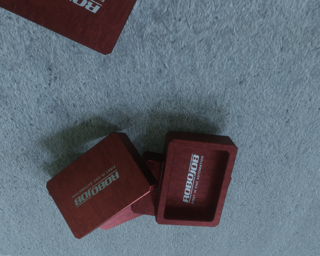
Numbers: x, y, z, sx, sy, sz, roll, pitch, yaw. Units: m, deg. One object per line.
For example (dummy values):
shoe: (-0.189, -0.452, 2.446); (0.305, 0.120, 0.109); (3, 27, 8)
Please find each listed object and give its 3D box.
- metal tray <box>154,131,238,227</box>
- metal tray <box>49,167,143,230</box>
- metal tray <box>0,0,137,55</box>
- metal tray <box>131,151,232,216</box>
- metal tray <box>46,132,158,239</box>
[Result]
metal tray: (0.046, 0.072, 0.424); (0.091, 0.030, 0.129); (5, 111, -8)
metal tray: (-0.097, 0.109, 0.496); (0.090, 0.030, 0.130); (-29, 125, 22)
metal tray: (-0.089, -0.136, 0.287); (0.131, 0.030, 0.089); (22, 127, -18)
metal tray: (0.030, 0.091, 0.463); (0.131, 0.030, 0.089); (12, 110, -10)
metal tray: (-0.080, 0.077, 0.418); (0.130, 0.030, 0.090); (-36, 79, 13)
